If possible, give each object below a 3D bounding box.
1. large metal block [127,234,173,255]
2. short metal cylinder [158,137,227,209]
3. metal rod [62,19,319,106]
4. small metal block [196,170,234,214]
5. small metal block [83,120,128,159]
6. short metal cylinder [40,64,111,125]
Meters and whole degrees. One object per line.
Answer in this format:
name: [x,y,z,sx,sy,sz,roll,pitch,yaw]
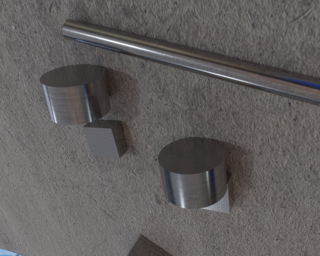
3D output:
large metal block: [-0.025,0.253,0.560,0.080,0.050,0.079,33,129,7]
short metal cylinder: [0.041,0.053,0.383,0.080,0.080,0.050,5,121,25]
metal rod: [0.022,-0.079,0.346,0.301,0.025,0.025,18,126,17]
small metal block: [0.072,0.085,0.422,0.050,0.025,0.050,4,120,26]
small metal block: [-0.080,0.016,0.459,0.050,0.025,0.050,3,120,26]
short metal cylinder: [-0.107,-0.045,0.400,0.080,0.080,0.050,11,123,22]
